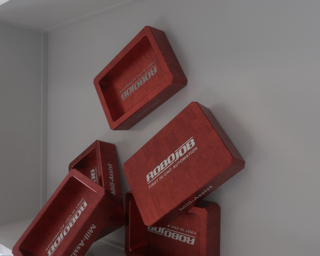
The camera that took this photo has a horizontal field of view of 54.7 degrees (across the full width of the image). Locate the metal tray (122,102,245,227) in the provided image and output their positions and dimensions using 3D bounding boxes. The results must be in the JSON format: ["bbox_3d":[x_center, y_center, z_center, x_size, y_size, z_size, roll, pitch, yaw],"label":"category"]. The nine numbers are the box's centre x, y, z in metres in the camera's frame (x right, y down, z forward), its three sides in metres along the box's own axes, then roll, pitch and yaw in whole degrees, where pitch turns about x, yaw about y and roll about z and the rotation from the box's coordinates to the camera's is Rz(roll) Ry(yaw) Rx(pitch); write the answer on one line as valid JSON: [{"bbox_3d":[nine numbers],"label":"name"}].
[{"bbox_3d":[0.021,0.044,0.361,0.130,0.030,0.090,-42,53,20],"label":"metal tray"}]

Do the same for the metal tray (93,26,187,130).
[{"bbox_3d":[-0.033,-0.064,0.430,0.130,0.030,0.090,-35,68,34],"label":"metal tray"}]

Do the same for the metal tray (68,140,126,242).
[{"bbox_3d":[-0.098,0.094,0.461,0.090,0.030,0.130,-38,51,33],"label":"metal tray"}]

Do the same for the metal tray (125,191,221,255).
[{"bbox_3d":[0.011,0.132,0.394,0.130,0.030,0.089,2,91,40],"label":"metal tray"}]

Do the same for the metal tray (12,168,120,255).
[{"bbox_3d":[-0.120,0.124,0.392,0.090,0.030,0.130,18,68,46],"label":"metal tray"}]
